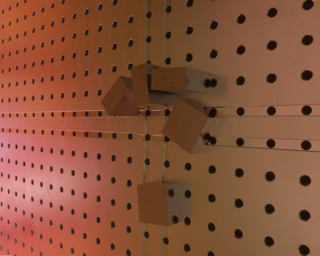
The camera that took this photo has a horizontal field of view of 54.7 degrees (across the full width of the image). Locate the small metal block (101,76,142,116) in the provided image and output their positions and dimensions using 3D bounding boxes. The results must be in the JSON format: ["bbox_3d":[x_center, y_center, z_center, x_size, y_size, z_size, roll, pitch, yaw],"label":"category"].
[{"bbox_3d":[-0.045,-0.042,0.428,0.050,0.050,0.025,-47,62,29],"label":"small metal block"}]

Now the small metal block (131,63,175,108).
[{"bbox_3d":[-0.009,-0.053,0.398,0.025,0.050,0.050,-9,84,39],"label":"small metal block"}]

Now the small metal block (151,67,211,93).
[{"bbox_3d":[0.025,-0.056,0.371,0.050,0.050,0.025,5,94,39],"label":"small metal block"}]

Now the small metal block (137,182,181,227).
[{"bbox_3d":[-0.002,0.099,0.409,0.050,0.025,0.050,-7,86,39],"label":"small metal block"}]

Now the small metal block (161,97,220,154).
[{"bbox_3d":[0.036,-0.003,0.378,0.050,0.025,0.050,38,113,33],"label":"small metal block"}]
